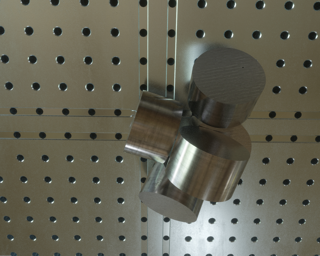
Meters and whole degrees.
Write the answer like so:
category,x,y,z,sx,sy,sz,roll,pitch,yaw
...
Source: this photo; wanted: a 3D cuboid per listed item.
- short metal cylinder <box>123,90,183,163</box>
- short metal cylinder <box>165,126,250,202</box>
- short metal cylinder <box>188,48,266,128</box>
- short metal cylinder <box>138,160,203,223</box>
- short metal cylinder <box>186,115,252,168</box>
category,x,y,z,sx,sy,sz,roll,pitch,yaw
short metal cylinder,-0.009,-0.002,0.383,0.050,0.080,0.079,18,109,-7
short metal cylinder,0.052,0.037,0.344,0.080,0.080,0.050,16,109,-6
short metal cylinder,0.075,-0.046,0.360,0.081,0.080,0.050,2,150,-1
short metal cylinder,0.019,0.083,0.408,0.080,0.050,0.080,19,149,12
short metal cylinder,0.073,0.018,0.406,0.081,0.050,0.079,0,109,0
